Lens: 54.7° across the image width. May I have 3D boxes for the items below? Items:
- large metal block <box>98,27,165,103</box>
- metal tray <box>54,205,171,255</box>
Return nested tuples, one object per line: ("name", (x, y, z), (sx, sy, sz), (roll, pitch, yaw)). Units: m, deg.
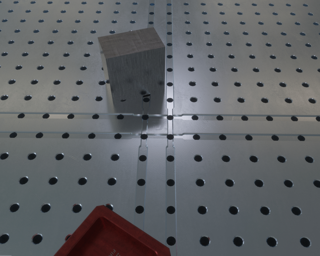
("large metal block", (-0.039, -0.091, 0.448), (0.081, 0.080, 0.050), (-15, 52, -12))
("metal tray", (-0.061, 0.146, 0.280), (0.090, 0.030, 0.131), (27, 55, 21))
